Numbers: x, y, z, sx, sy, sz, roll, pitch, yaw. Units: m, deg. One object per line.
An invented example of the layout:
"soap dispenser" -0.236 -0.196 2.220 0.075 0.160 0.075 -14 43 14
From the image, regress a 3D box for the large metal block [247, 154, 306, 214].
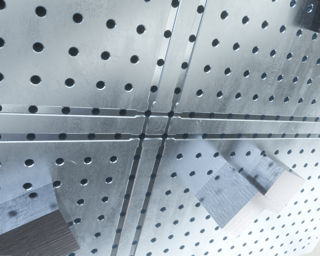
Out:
"large metal block" 0.206 0.104 0.571 0.080 0.050 0.080 25 105 -37

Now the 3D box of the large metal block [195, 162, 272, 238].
"large metal block" 0.119 0.117 0.512 0.080 0.080 0.050 -48 129 5

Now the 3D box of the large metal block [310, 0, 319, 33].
"large metal block" 0.272 -0.173 0.435 0.081 0.050 0.079 -9 122 -24

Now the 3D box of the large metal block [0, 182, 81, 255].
"large metal block" -0.156 0.128 0.388 0.080 0.050 0.080 -22 127 -15
